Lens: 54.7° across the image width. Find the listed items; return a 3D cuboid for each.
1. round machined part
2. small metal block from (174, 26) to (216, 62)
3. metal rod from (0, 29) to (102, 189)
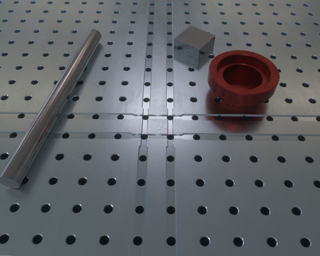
[{"bbox_3d":[0.119,-0.068,0.454,0.099,0.042,0.098,0,50,0],"label":"round machined part"},{"bbox_3d":[0.059,-0.145,0.530,0.050,0.025,0.050,30,56,23],"label":"small metal block"},{"bbox_3d":[-0.143,-0.050,0.448,0.025,0.025,0.300,9,50,7],"label":"metal rod"}]
